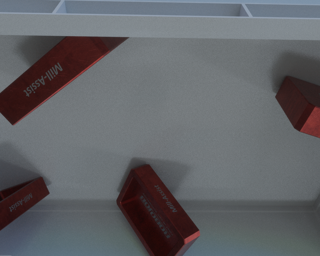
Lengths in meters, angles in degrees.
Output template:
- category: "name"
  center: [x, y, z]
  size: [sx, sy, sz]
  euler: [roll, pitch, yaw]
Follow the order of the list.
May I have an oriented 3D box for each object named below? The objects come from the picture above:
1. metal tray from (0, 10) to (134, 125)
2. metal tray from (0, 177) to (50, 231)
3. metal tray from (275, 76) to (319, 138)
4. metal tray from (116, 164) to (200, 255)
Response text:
- category: "metal tray"
  center: [-0.094, -0.061, 0.309]
  size: [0.130, 0.090, 0.030]
  euler: [-30, 107, 23]
- category: "metal tray"
  center: [-0.232, 0.116, 0.438]
  size: [0.090, 0.130, 0.030]
  euler: [-19, 97, 15]
- category: "metal tray"
  center: [0.205, -0.012, 0.344]
  size: [0.131, 0.090, 0.030]
  euler: [17, 119, -4]
- category: "metal tray"
  center: [-0.009, 0.129, 0.455]
  size: [0.030, 0.130, 0.089]
  euler: [-13, 142, -41]
